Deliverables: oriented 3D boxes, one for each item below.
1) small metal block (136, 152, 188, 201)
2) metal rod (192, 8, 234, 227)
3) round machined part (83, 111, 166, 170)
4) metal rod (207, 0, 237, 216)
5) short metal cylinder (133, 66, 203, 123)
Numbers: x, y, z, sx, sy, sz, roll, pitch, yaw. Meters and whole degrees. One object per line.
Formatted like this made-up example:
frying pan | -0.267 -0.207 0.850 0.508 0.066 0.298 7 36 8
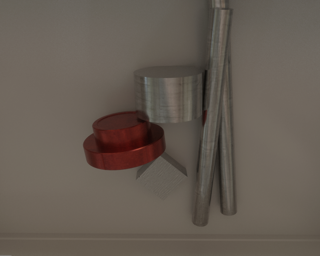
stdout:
small metal block | 0.002 0.065 0.435 0.050 0.025 0.050 39 105 -14
metal rod | 0.063 0.006 0.397 0.025 0.025 0.298 1 116 -1
round machined part | -0.044 0.009 0.375 0.099 0.098 0.042 -7 110 2
metal rod | 0.084 -0.017 0.406 0.025 0.025 0.298 -7 110 2
short metal cylinder | 0.010 -0.042 0.367 0.081 0.080 0.050 -2 110 0
